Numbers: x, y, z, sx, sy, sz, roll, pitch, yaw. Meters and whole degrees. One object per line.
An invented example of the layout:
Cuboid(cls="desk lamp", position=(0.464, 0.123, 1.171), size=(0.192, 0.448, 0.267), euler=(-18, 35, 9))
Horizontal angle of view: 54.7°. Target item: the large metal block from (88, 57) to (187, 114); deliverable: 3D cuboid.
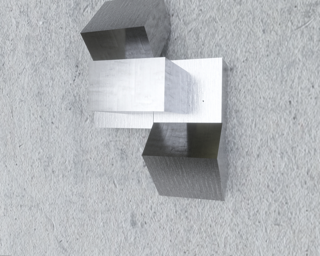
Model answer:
Cuboid(cls="large metal block", position=(-0.020, -0.041, 0.334), size=(0.080, 0.080, 0.050), euler=(1, 91, 19))

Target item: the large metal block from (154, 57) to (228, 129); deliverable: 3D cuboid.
Cuboid(cls="large metal block", position=(0.039, -0.039, 0.381), size=(0.080, 0.050, 0.079), euler=(1, 90, 19))

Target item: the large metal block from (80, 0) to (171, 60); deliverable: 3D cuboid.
Cuboid(cls="large metal block", position=(-0.039, -0.121, 0.387), size=(0.080, 0.050, 0.080), euler=(1, 46, 20))

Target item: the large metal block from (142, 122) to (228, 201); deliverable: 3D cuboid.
Cuboid(cls="large metal block", position=(0.034, 0.039, 0.362), size=(0.080, 0.080, 0.050), euler=(1, 47, 19))

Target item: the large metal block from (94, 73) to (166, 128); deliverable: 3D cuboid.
Cuboid(cls="large metal block", position=(-0.037, -0.040, 0.407), size=(0.080, 0.050, 0.079), euler=(1, 90, 19))
